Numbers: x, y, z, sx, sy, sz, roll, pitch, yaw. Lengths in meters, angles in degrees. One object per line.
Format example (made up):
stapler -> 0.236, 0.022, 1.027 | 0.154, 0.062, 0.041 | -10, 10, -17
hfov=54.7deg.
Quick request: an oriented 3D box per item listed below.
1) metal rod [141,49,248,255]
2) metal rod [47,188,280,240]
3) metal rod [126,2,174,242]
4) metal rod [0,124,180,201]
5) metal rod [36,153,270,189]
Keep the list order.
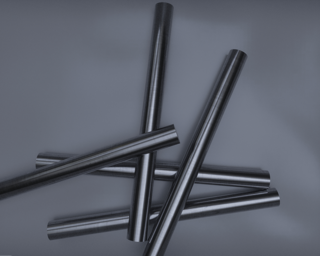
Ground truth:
metal rod -> 0.043, 0.037, 0.391 | 0.025, 0.025, 0.299 | 24, 82, -1
metal rod -> 0.005, 0.113, 0.410 | 0.302, 0.025, 0.025 | -8, 90, -1
metal rod -> -0.011, -0.013, 0.393 | 0.025, 0.025, 0.298 | 7, 84, -1
metal rod -> -0.122, 0.053, 0.383 | 0.301, 0.025, 0.025 | -18, 90, 5
metal rod -> -0.008, 0.057, 0.410 | 0.302, 0.025, 0.025 | 5, 90, -1
